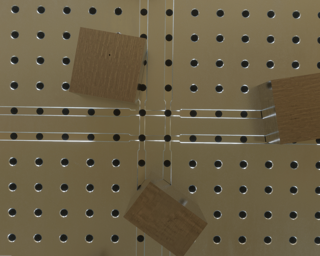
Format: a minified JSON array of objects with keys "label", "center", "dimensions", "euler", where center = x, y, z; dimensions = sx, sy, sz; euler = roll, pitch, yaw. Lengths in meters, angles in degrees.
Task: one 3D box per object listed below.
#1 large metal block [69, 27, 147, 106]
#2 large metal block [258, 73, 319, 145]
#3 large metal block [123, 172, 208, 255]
[{"label":"large metal block","center":[-0.064,-0.077,0.400],"dimensions":[0.080,0.050,0.080],"euler":[10,90,-1]},{"label":"large metal block","center":[0.181,-0.025,0.403],"dimensions":[0.081,0.050,0.080],"euler":[-9,90,-1]},{"label":"large metal block","center":[0.006,0.103,0.386],"dimensions":[0.080,0.080,0.050],"euler":[37,90,-1]}]
